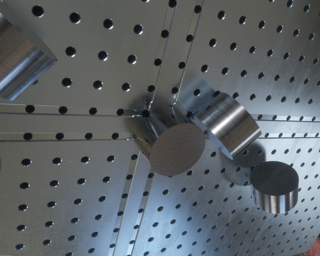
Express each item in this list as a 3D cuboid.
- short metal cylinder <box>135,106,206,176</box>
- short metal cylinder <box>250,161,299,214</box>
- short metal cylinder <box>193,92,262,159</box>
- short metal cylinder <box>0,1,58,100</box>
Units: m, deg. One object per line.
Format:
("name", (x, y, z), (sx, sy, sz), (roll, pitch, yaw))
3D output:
("short metal cylinder", (0.013, 0.017, 0.415), (0.081, 0.050, 0.079), (-14, 124, -21))
("short metal cylinder", (0.205, 0.105, 0.556), (0.080, 0.080, 0.050), (-26, 128, -12))
("short metal cylinder", (0.091, -0.003, 0.426), (0.050, 0.080, 0.080), (-41, 130, -1))
("short metal cylinder", (-0.135, -0.069, 0.259), (0.050, 0.080, 0.080), (-43, 130, 1))
